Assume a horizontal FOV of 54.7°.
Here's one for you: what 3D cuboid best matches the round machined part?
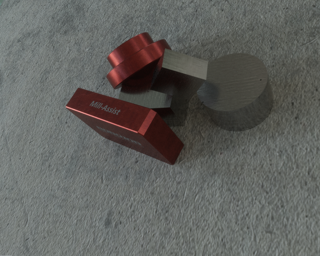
[{"bbox_3d":[-0.035,-0.098,0.436,0.098,0.098,0.042,-32,96,7],"label":"round machined part"}]

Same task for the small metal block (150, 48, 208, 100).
[{"bbox_3d":[0.021,-0.060,0.356,0.050,0.050,0.025,14,65,-11],"label":"small metal block"}]

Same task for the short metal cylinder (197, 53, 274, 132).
[{"bbox_3d":[0.090,-0.042,0.369,0.080,0.050,0.080,-13,56,21],"label":"short metal cylinder"}]

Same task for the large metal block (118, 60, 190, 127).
[{"bbox_3d":[-0.005,-0.047,0.422,0.080,0.050,0.080,-1,61,27],"label":"large metal block"}]

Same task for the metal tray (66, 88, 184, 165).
[{"bbox_3d":[-0.044,-0.002,0.387,0.130,0.090,0.030,18,72,35],"label":"metal tray"}]
